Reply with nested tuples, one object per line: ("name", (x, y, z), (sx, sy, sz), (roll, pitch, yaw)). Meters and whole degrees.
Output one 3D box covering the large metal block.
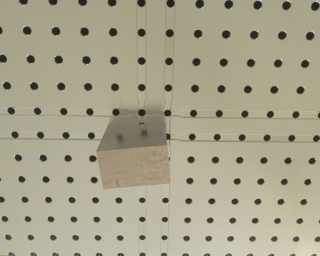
("large metal block", (-0.030, 0.032, 0.396), (0.080, 0.080, 0.050), (-5, 110, 1))
